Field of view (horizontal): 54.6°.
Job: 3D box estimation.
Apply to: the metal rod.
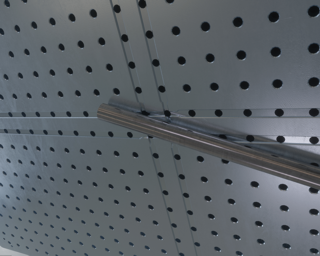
[{"bbox_3d":[0.054,0.018,0.394,0.301,0.025,0.025,17,125,18],"label":"metal rod"}]
